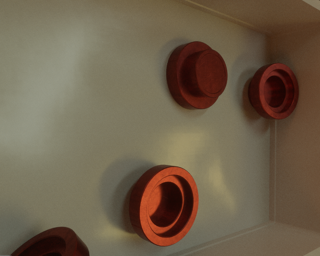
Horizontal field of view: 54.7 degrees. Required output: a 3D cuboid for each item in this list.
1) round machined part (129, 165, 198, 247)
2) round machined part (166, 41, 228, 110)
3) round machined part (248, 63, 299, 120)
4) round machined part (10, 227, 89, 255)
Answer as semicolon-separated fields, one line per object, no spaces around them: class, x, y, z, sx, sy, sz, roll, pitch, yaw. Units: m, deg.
round machined part;0.000;0.096;0.396;0.099;0.042;0.097;0;90;-40
round machined part;0.060;-0.076;0.445;0.099;0.042;0.097;0;90;-40
round machined part;0.197;-0.064;0.551;0.099;0.042;0.097;-1;92;-28
round machined part;-0.104;0.140;0.272;0.098;0.098;0.042;-45;117;-31
